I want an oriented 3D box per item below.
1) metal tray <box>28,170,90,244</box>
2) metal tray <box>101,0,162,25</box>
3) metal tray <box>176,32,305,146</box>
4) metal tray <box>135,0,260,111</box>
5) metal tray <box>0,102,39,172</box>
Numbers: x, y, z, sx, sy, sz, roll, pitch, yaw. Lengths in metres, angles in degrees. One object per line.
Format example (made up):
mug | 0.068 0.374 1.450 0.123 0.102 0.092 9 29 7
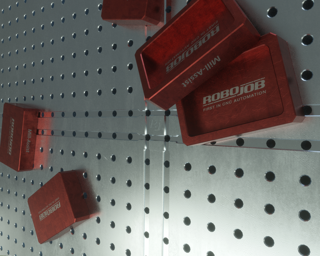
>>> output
metal tray | -0.185 0.143 0.556 0.130 0.030 0.090 -37 68 33
metal tray | -0.034 -0.213 0.432 0.090 0.030 0.129 16 100 38
metal tray | 0.078 -0.036 0.340 0.130 0.030 0.090 -16 80 38
metal tray | 0.033 -0.091 0.344 0.130 0.030 0.090 -36 46 24
metal tray | -0.296 0.017 0.646 0.090 0.030 0.129 14 99 38
